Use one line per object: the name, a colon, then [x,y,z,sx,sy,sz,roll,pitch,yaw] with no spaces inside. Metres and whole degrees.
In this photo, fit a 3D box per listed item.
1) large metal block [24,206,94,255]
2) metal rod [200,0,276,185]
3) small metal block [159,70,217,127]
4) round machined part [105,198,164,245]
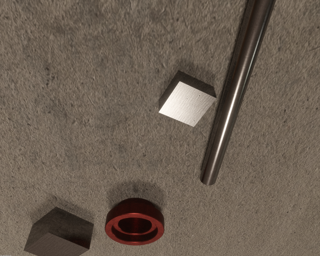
large metal block: [-0.179,0.195,0.554,0.080,0.050,0.080,36,121,-27]
metal rod: [0.088,-0.035,0.378,0.025,0.025,0.298,4,130,-4]
small metal block: [0.032,-0.035,0.378,0.050,0.025,0.050,22,127,-18]
round machined part: [-0.042,0.156,0.529,0.099,0.042,0.097,-1,130,0]
